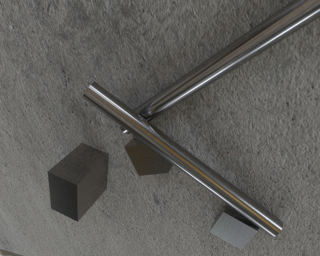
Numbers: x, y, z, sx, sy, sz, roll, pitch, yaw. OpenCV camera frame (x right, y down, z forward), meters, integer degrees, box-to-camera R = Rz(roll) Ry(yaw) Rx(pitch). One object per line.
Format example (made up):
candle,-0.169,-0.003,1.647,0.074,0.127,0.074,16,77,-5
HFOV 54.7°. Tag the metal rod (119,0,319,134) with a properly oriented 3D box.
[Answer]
metal rod,0.056,-0.063,0.337,0.299,0.025,0.025,-30,102,37

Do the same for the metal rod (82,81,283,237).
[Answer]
metal rod,0.033,0.043,0.393,0.301,0.025,0.025,37,129,-6

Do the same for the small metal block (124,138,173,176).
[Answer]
small metal block,-0.014,0.038,0.437,0.050,0.025,0.050,-11,113,32

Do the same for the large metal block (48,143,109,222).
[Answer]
large metal block,-0.126,0.084,0.487,0.050,0.080,0.079,21,126,15

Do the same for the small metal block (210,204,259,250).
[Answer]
small metal block,0.105,0.137,0.435,0.050,0.025,0.050,28,128,10
